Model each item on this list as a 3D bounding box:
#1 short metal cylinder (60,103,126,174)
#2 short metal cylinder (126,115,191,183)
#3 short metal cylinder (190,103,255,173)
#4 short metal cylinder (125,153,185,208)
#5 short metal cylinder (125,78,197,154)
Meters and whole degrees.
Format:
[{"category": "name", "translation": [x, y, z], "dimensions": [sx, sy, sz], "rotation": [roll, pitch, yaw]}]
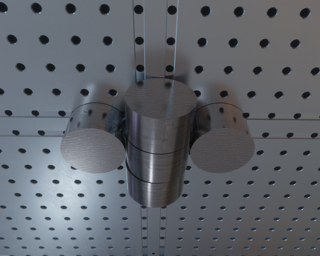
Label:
[{"category": "short metal cylinder", "translation": [-0.084, 0.014, 0.405], "dimensions": [0.081, 0.050, 0.079], "rotation": [0, 130, 0]}, {"category": "short metal cylinder", "translation": [-0.002, 0.023, 0.394], "dimensions": [0.081, 0.080, 0.050], "rotation": [2, 130, -2]}, {"category": "short metal cylinder", "translation": [0.078, 0.014, 0.408], "dimensions": [0.081, 0.050, 0.079], "rotation": [0, 130, 0]}, {"category": "short metal cylinder", "translation": [-0.006, 0.062, 0.427], "dimensions": [0.081, 0.080, 0.050], "rotation": [1, 130, -1]}, {"category": "short metal cylinder", "translation": [0.000, -0.016, 0.361], "dimensions": [0.081, 0.080, 0.050], "rotation": [2, 130, -2]}]
